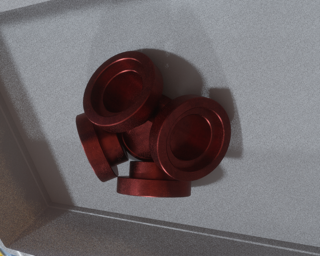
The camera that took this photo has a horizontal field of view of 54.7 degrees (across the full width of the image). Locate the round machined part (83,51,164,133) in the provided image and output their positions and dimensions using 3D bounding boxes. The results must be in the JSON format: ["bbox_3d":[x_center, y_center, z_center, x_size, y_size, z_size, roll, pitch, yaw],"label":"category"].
[{"bbox_3d":[-0.039,-0.038,0.367,0.098,0.098,0.042,-4,154,29],"label":"round machined part"}]

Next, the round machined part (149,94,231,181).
[{"bbox_3d":[0.031,0.009,0.361,0.042,0.099,0.097,28,139,58],"label":"round machined part"}]

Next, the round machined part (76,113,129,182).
[{"bbox_3d":[-0.074,0.021,0.422,0.042,0.098,0.097,-22,112,-4],"label":"round machined part"}]

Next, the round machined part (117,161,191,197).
[{"bbox_3d":[-0.007,0.066,0.415,0.098,0.098,0.042,-1,82,28],"label":"round machined part"}]

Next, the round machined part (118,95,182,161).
[{"bbox_3d":[-0.015,0.005,0.404,0.098,0.042,0.097,13,124,20],"label":"round machined part"}]
